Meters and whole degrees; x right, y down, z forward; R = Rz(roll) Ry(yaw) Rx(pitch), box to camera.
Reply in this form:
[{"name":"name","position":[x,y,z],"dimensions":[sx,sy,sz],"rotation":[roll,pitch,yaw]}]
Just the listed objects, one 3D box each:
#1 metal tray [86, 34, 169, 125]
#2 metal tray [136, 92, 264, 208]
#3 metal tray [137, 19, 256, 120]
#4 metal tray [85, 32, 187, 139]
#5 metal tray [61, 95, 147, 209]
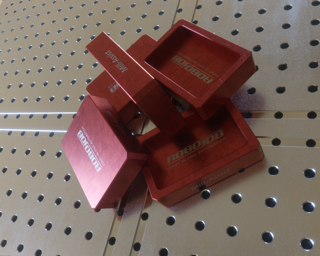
[{"name":"metal tray","position":[-0.040,-0.074,0.469],"dimensions":[0.130,0.030,0.090],"rotation":[-43,51,-2]},{"name":"metal tray","position":[0.041,0.024,0.366],"dimensions":[0.130,0.030,0.090],"rotation":[-29,52,9]},{"name":"metal tray","position":[0.041,-0.079,0.392],"dimensions":[0.090,0.030,0.130],"rotation":[-45,51,-4]},{"name":"metal tray","position":[-0.030,-0.052,0.373],"dimensions":[0.030,0.090,0.130],"rotation":[-42,51,0]},{"name":"metal tray","position":[-0.078,0.028,0.403],"dimensions":[0.090,0.030,0.130],"rotation":[-57,48,20]}]
